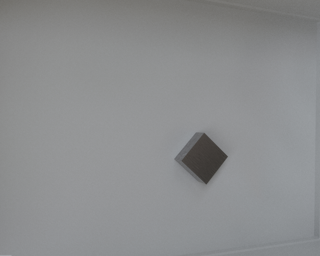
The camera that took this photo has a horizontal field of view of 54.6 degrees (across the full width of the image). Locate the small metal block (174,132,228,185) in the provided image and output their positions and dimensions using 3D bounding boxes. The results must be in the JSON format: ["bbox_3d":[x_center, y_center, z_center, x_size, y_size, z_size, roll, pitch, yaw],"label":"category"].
[{"bbox_3d":[0.057,0.041,0.431,0.050,0.025,0.050,44,76,-15],"label":"small metal block"}]
